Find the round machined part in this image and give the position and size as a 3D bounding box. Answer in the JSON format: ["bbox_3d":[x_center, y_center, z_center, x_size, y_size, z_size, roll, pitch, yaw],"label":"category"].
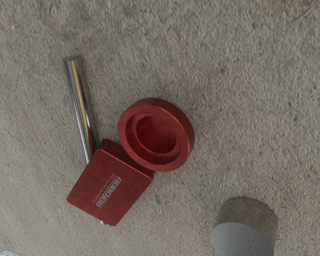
[{"bbox_3d":[-0.001,0.005,0.400,0.098,0.042,0.097,13,124,21],"label":"round machined part"}]

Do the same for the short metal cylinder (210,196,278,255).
[{"bbox_3d":[0.114,0.140,0.417,0.080,0.050,0.079,13,124,21],"label":"short metal cylinder"}]

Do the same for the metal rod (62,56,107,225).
[{"bbox_3d":[-0.107,0.036,0.485,0.025,0.025,0.298,10,123,23],"label":"metal rod"}]

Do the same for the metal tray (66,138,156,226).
[{"bbox_3d":[-0.077,0.087,0.476,0.090,0.030,0.129,32,121,-7],"label":"metal tray"}]
